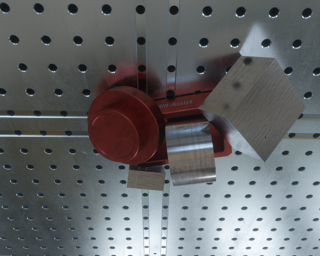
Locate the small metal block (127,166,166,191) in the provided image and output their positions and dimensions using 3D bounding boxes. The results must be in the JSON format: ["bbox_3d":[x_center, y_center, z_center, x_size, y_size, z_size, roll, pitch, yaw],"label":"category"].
[{"bbox_3d":[-0.020,0.069,0.446,0.050,0.050,0.025,6,96,-5],"label":"small metal block"}]

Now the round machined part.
[{"bbox_3d":[-0.047,0.002,0.372,0.098,0.042,0.097,10,117,20],"label":"round machined part"}]

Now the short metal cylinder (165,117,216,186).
[{"bbox_3d":[0.037,0.029,0.379,0.050,0.080,0.080,-7,130,5],"label":"short metal cylinder"}]

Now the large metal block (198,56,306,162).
[{"bbox_3d":[0.104,-0.022,0.347,0.080,0.050,0.080,-51,121,-8],"label":"large metal block"}]

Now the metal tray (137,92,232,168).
[{"bbox_3d":[0.025,0.004,0.409,0.131,0.030,0.090,-9,130,7],"label":"metal tray"}]
